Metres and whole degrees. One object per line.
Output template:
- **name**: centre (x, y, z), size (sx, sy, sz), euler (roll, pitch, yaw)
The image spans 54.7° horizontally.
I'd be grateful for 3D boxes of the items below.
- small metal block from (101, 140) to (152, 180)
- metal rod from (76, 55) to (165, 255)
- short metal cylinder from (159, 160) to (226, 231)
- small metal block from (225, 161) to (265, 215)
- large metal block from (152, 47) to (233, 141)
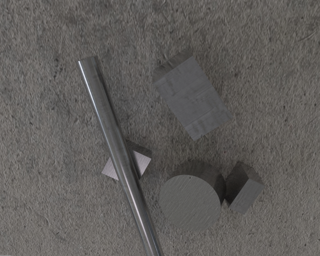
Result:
- **small metal block**: centre (-0.045, 0.046, 0.427), size (0.050, 0.025, 0.050), euler (26, 108, -10)
- **metal rod**: centre (-0.045, 0.056, 0.403), size (0.025, 0.025, 0.298), euler (-14, 110, 5)
- **short metal cylinder**: centre (0.045, 0.090, 0.417), size (0.080, 0.050, 0.079), euler (6, 107, 18)
- **small metal block**: centre (0.112, 0.081, 0.427), size (0.025, 0.050, 0.050), euler (26, 108, -11)
- **large metal block**: centre (0.035, -0.043, 0.365), size (0.050, 0.080, 0.080), euler (-33, 107, 11)
